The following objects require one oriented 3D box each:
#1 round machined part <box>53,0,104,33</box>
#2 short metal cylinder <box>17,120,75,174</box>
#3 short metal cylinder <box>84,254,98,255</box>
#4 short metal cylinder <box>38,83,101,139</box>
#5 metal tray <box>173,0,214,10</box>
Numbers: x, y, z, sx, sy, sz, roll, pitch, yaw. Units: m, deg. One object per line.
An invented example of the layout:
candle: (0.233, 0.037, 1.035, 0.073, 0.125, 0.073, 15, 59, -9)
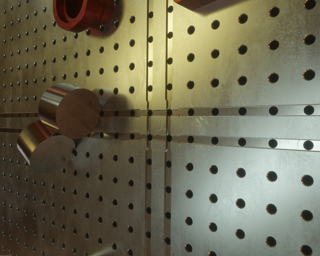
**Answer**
round machined part: (-0.129, -0.204, 0.505, 0.098, 0.042, 0.097, 0, 90, 40)
short metal cylinder: (-0.196, 0.032, 0.536, 0.050, 0.081, 0.079, 40, 114, 33)
short metal cylinder: (-0.124, 0.251, 0.496, 0.080, 0.050, 0.080, 0, 90, 40)
short metal cylinder: (-0.142, -0.028, 0.491, 0.050, 0.081, 0.079, 19, 102, 38)
metal tray: (0.072, -0.200, 0.347, 0.130, 0.030, 0.089, -8, 85, 39)
